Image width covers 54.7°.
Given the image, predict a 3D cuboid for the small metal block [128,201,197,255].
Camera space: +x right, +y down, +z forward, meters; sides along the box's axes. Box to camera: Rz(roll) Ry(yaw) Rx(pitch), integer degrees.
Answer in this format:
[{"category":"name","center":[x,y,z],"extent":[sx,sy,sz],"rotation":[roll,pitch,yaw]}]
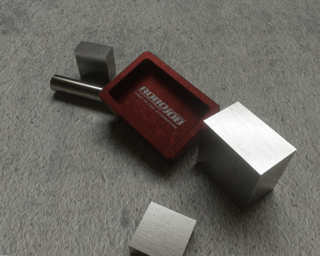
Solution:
[{"category":"small metal block","center":[0.003,0.110,0.311],"extent":[0.050,0.025,0.050],"rotation":[20,53,15]}]

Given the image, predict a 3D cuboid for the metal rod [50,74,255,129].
[{"category":"metal rod","center":[-0.013,-0.029,0.426],"extent":[0.301,0.025,0.025],"rotation":[15,52,12]}]

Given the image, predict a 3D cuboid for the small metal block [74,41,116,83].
[{"category":"small metal block","center":[-0.097,-0.100,0.470],"extent":[0.050,0.050,0.025],"rotation":[13,51,10]}]

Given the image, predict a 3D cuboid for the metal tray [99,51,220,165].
[{"category":"metal tray","center":[-0.001,-0.028,0.394],"extent":[0.130,0.030,0.090],"rotation":[42,78,19]}]

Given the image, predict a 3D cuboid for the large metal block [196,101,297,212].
[{"category":"large metal block","center":[0.089,0.032,0.342],"extent":[0.050,0.080,0.080],"rotation":[-28,56,-22]}]
